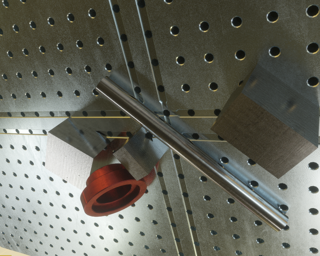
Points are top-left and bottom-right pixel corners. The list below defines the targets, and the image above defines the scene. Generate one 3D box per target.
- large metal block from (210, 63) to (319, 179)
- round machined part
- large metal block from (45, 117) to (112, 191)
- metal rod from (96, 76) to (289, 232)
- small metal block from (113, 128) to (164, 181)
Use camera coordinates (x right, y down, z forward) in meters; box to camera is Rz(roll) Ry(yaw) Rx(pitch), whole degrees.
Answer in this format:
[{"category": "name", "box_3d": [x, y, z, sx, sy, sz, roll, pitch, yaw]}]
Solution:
[{"category": "large metal block", "box_3d": [0.108, -0.010, 0.312, 0.080, 0.080, 0.050, 37, 129, 3]}, {"category": "round machined part", "box_3d": [-0.073, 0.090, 0.471, 0.042, 0.099, 0.097, 60, 137, 32]}, {"category": "large metal block", "box_3d": [-0.130, 0.042, 0.490, 0.080, 0.050, 0.079, 29, 128, 10]}, {"category": "metal rod", "box_3d": [0.040, 0.033, 0.409, 0.300, 0.025, 0.025, 38, 129, 2]}, {"category": "small metal block", "box_3d": [-0.029, 0.036, 0.433, 0.050, 0.050, 0.025, 49, 129, -7]}]
